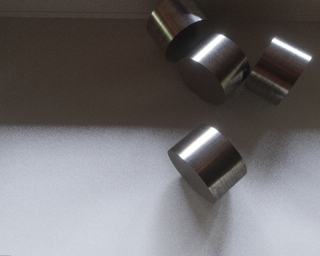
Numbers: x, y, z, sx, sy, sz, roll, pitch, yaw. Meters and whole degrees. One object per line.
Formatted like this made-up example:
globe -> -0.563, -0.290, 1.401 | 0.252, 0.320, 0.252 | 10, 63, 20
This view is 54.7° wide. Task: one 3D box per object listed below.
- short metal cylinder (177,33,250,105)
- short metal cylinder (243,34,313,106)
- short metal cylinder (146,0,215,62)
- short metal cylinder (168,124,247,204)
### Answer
short metal cylinder -> 0.070, -0.077, 0.409 | 0.080, 0.080, 0.050 | 41, 75, 13
short metal cylinder -> 0.154, -0.075, 0.409 | 0.050, 0.080, 0.080 | 34, 73, 11
short metal cylinder -> 0.029, -0.138, 0.431 | 0.080, 0.080, 0.050 | -29, 73, -10
short metal cylinder -> 0.054, 0.042, 0.365 | 0.050, 0.080, 0.080 | -39, 75, -13
